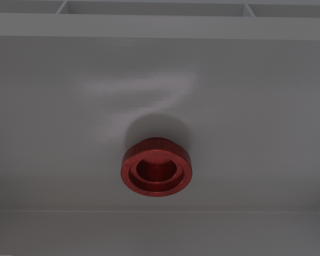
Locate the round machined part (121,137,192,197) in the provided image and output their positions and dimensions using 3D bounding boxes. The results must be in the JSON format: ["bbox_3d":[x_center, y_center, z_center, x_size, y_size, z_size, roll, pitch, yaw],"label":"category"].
[{"bbox_3d":[-0.005,0.051,0.441,0.099,0.042,0.097,0,130,0],"label":"round machined part"}]
